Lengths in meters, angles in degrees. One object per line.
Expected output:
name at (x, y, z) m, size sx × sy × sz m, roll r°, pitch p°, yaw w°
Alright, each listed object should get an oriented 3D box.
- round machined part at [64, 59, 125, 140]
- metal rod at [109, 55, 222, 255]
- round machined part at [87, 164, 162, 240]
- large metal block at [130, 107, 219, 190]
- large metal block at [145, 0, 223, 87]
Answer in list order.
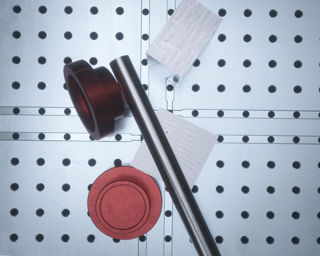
round machined part at (-0.078, -0.037, 0.380) m, size 0.042 × 0.098 × 0.098 m, roll -25°, pitch 90°, yaw -23°
metal rod at (0.015, 0.056, 0.363) m, size 0.025 × 0.025 × 0.299 m, roll -25°, pitch 90°, yaw 0°
round machined part at (-0.046, 0.098, 0.404) m, size 0.099 × 0.042 × 0.097 m, roll 0°, pitch 90°, yaw 0°
large metal block at (0.018, 0.027, 0.401) m, size 0.080 × 0.050 × 0.080 m, roll 27°, pitch 90°, yaw 0°
large metal block at (0.027, -0.103, 0.386) m, size 0.050 × 0.080 × 0.080 m, roll 35°, pitch 90°, yaw 0°
